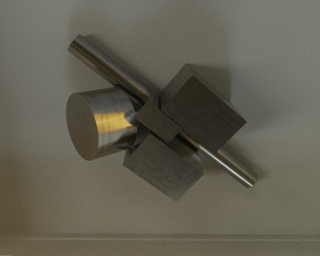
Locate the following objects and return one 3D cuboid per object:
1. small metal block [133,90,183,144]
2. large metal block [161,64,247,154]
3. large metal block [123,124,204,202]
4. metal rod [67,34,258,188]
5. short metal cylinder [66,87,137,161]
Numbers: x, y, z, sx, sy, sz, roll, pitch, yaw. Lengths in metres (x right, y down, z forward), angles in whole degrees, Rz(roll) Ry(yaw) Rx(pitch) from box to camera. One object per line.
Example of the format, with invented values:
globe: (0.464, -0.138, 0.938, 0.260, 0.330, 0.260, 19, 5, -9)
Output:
small metal block: (-0.002, -0.015, 0.367, 0.050, 0.050, 0.025, 39, 105, -14)
large metal block: (0.048, -0.027, 0.372, 0.080, 0.080, 0.050, 38, 105, -13)
large metal block: (0.004, 0.034, 0.394, 0.080, 0.080, 0.050, 37, 106, -13)
metal rod: (0.013, -0.014, 0.406, 0.301, 0.025, 0.025, 37, 106, -13)
short metal cylinder: (-0.071, -0.006, 0.371, 0.050, 0.080, 0.079, -15, 116, -37)
